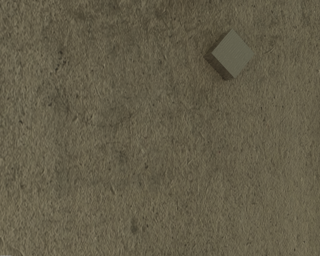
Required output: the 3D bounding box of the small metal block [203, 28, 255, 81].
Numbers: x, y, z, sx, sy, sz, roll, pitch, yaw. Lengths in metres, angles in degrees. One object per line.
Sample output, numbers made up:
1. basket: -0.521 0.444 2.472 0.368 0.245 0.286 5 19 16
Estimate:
1. small metal block: 0.099 -0.105 0.446 0.050 0.025 0.050 43 76 -15
